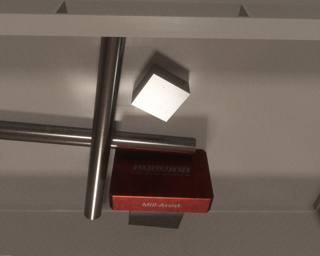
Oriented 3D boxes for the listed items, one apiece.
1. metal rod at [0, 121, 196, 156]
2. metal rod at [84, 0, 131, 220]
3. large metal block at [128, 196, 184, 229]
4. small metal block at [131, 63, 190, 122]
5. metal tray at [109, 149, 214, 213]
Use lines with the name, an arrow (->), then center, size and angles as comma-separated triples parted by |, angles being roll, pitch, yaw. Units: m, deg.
metal rod -> -0.102, 0.013, 0.418 | 0.302, 0.025, 0.025 | 5, 130, -5
metal rod -> -0.071, 0.002, 0.381 | 0.025, 0.025, 0.298 | 8, 121, -8
large metal block -> -0.004, 0.112, 0.488 | 0.081, 0.050, 0.079 | 7, 130, -7
small metal block -> 0.000, -0.042, 0.374 | 0.050, 0.025, 0.050 | 26, 125, -21
metal tray -> 0.001, 0.068, 0.424 | 0.131, 0.090, 0.030 | 3, 130, -3
